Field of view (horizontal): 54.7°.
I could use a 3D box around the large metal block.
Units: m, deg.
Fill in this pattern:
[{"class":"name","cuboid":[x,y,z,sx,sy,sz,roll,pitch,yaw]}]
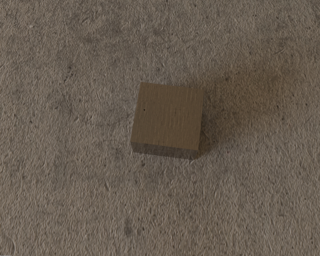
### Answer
[{"class":"large metal block","cuboid":[0.010,-0.008,0.399,0.080,0.050,0.080,7,70,2]}]
